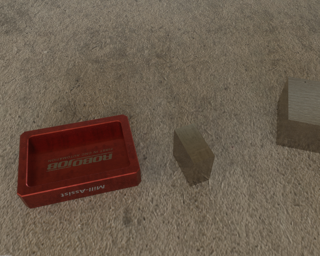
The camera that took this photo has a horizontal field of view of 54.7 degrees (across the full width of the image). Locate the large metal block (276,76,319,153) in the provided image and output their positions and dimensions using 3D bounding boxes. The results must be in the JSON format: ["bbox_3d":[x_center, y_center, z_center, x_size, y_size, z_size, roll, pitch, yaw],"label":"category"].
[{"bbox_3d":[0.200,-0.016,0.402,0.080,0.050,0.080,11,51,9],"label":"large metal block"}]

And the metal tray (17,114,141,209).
[{"bbox_3d":[-0.095,0.036,0.368,0.131,0.030,0.090,-11,51,-9],"label":"metal tray"}]

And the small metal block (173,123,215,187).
[{"bbox_3d":[0.037,0.032,0.361,0.025,0.050,0.050,-18,52,-14],"label":"small metal block"}]
